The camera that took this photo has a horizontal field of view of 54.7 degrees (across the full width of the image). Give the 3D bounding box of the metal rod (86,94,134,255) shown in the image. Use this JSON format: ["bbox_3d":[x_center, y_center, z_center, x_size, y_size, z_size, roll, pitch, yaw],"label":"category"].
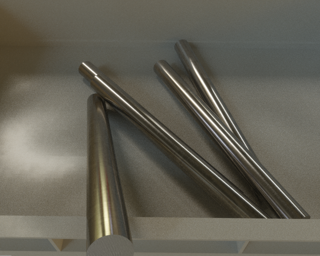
[{"bbox_3d":[-0.058,0.015,0.301,0.025,0.025,0.300,-11,22,-9],"label":"metal rod"}]

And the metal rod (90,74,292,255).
[{"bbox_3d":[0.014,0.022,0.357,0.025,0.025,0.300,-34,58,-25],"label":"metal rod"}]

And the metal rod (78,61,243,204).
[{"bbox_3d":[-0.016,-0.007,0.410,0.025,0.025,0.300,-34,58,-25],"label":"metal rod"}]

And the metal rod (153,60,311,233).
[{"bbox_3d":[0.066,-0.003,0.388,0.025,0.025,0.300,-20,47,-16],"label":"metal rod"}]

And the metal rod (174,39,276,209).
[{"bbox_3d":[0.078,-0.028,0.428,0.025,0.025,0.300,-13,51,-11],"label":"metal rod"}]
